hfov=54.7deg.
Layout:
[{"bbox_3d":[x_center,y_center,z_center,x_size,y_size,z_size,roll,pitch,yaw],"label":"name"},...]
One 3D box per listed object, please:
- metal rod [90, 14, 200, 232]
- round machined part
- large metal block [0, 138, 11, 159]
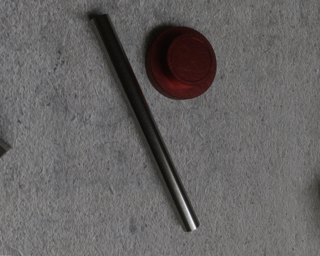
[{"bbox_3d":[-0.016,0.000,0.404,0.025,0.025,0.299,-26,99,-18],"label":"metal rod"},{"bbox_3d":[0.033,-0.087,0.413,0.099,0.042,0.097,0,90,-21],"label":"round machined part"},{"bbox_3d":[-0.217,0.024,0.316,0.080,0.050,0.080,46,76,-15],"label":"large metal block"}]
